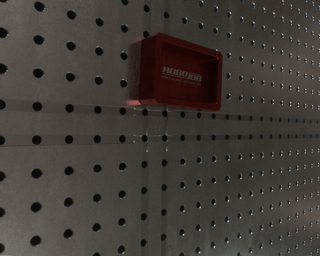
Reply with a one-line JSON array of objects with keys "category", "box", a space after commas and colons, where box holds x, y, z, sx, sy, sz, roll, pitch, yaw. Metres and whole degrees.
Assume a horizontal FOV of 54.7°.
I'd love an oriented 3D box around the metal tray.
[{"category": "metal tray", "box": [0.034, -0.073, 0.436, 0.131, 0.030, 0.089, 4, 88, -40]}]
